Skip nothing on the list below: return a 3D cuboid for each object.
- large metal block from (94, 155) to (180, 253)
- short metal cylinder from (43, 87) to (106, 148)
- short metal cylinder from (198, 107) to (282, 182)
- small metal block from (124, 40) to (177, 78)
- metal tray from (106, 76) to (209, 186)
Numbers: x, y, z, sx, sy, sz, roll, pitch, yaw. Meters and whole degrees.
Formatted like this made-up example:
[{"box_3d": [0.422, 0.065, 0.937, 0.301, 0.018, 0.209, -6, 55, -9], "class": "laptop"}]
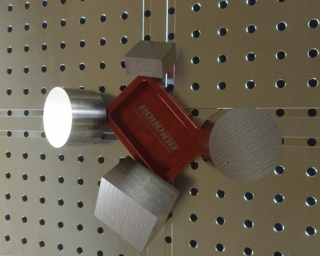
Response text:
[{"box_3d": [-0.031, 0.096, 0.392, 0.080, 0.050, 0.079, 32, 131, 16], "class": "large metal block"}, {"box_3d": [-0.118, -0.014, 0.425, 0.080, 0.050, 0.079, 1, 91, 45], "class": "short metal cylinder"}, {"box_3d": [0.088, 0.017, 0.352, 0.081, 0.050, 0.079, 0, 90, -7], "class": "short metal cylinder"}, {"box_3d": [-0.011, -0.090, 0.400, 0.050, 0.050, 0.025, 10, 131, 20], "class": "small metal block"}, {"box_3d": [-0.006, 0.001, 0.411, 0.090, 0.030, 0.130, -43, 77, 15], "class": "metal tray"}]
